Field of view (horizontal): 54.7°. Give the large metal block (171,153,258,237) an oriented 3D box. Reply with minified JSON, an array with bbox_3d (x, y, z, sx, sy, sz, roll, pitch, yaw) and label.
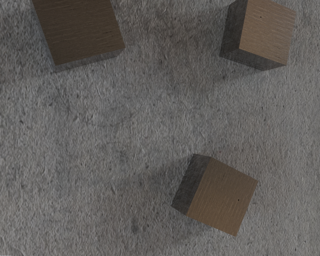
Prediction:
[{"bbox_3d":[0.074,0.090,0.423,0.080,0.050,0.080,28,81,-18],"label":"large metal block"}]

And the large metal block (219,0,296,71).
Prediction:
[{"bbox_3d":[0.140,-0.135,0.447,0.081,0.050,0.080,13,86,-20],"label":"large metal block"}]

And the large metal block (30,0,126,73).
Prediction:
[{"bbox_3d":[-0.096,-0.117,0.360,0.081,0.050,0.080,-20,97,-19],"label":"large metal block"}]
